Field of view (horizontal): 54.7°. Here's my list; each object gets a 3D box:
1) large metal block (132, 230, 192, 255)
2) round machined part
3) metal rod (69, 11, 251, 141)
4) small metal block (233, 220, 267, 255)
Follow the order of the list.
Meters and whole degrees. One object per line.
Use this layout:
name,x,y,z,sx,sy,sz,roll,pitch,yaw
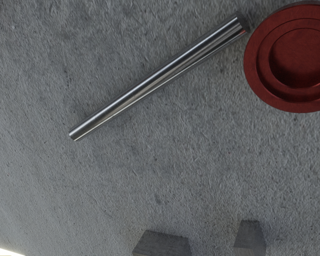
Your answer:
large metal block,0.009,0.228,0.527,0.080,0.050,0.080,1,119,28
round machined part,0.131,-0.066,0.286,0.098,0.042,0.097,13,124,21
metal rod,-0.025,-0.047,0.390,0.299,0.025,0.025,-28,103,37
small metal block,0.125,0.164,0.426,0.025,0.050,0.050,-8,115,31
